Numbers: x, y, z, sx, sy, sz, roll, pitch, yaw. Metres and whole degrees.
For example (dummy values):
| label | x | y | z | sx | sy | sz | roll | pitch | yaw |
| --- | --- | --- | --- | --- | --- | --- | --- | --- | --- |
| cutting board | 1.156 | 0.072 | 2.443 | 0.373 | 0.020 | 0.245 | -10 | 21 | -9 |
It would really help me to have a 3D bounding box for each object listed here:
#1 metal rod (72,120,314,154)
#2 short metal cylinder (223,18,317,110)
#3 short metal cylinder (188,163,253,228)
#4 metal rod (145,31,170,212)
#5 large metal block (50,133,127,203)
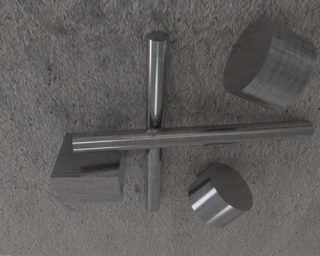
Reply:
| label | x | y | z | sx | sy | sz | roll | pitch | yaw |
| --- | --- | --- | --- | --- | --- | --- | --- | --- | --- |
| metal rod | 0.047 | 0.010 | 0.390 | 0.302 | 0.025 | 0.025 | -3 | 131 | -8 |
| short metal cylinder | 0.109 | -0.064 | 0.318 | 0.050 | 0.080 | 0.079 | 19 | 128 | -16 |
| short metal cylinder | 0.089 | 0.098 | 0.456 | 0.080 | 0.080 | 0.050 | 27 | 125 | -21 |
| metal rod | -0.007 | 0.017 | 0.421 | 0.025 | 0.025 | 0.298 | 1 | 130 | -2 |
| large metal block | -0.090 | 0.052 | 0.414 | 0.081 | 0.080 | 0.050 | 0 | 130 | 0 |
